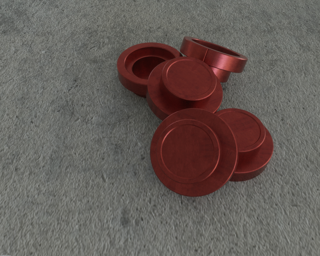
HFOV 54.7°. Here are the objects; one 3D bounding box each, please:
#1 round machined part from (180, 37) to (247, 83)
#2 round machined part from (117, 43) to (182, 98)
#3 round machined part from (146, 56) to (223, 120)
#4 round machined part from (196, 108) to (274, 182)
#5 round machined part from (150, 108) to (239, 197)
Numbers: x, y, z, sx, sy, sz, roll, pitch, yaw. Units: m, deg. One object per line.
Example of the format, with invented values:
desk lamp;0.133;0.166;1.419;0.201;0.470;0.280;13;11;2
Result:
round machined part;0.075;-0.100;0.460;0.099;0.042;0.098;16;23;-7
round machined part;-0.013;-0.082;0.462;0.099;0.042;0.098;0;50;0
round machined part;0.033;-0.052;0.395;0.099;0.042;0.098;4;60;-7
round machined part;0.091;0.013;0.383;0.099;0.042;0.098;0;50;0
round machined part;0.035;0.026;0.339;0.098;0.042;0.097;-2;83;19
